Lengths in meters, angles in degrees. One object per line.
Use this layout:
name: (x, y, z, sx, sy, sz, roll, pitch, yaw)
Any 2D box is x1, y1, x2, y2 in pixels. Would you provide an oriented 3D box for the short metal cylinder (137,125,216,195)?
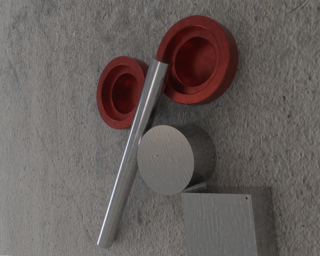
short metal cylinder: (0.020, 0.036, 0.370, 0.080, 0.050, 0.079, 2, 93, 37)

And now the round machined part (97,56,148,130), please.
round machined part: (-0.040, -0.046, 0.426, 0.098, 0.042, 0.097, -2, 88, 42)

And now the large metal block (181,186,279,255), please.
large metal block: (0.073, 0.105, 0.328, 0.080, 0.050, 0.080, -8, 85, 39)

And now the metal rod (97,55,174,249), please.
metal rod: (-0.041, 0.050, 0.408, 0.025, 0.025, 0.298, 39, 123, 33)

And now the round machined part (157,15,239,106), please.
round machined part: (0.045, -0.074, 0.356, 0.098, 0.042, 0.097, 0, 90, 40)
